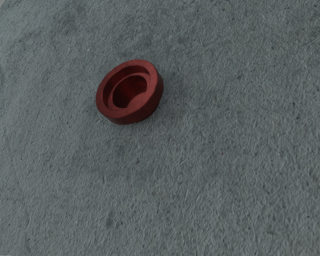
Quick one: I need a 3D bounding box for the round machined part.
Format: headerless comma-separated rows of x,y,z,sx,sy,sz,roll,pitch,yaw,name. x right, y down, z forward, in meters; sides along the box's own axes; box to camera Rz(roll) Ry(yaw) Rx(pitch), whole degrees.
-0.039,-0.047,0.443,0.098,0.042,0.098,-13,56,21,round machined part
